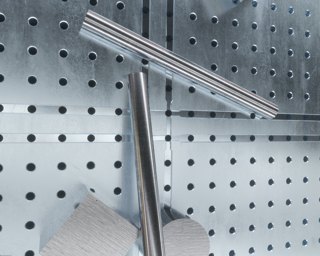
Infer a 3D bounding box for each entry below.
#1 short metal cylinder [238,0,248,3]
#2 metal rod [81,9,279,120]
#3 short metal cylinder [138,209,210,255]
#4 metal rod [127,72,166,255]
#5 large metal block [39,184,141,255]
[{"bbox_3d":[0.139,-0.218,0.434,0.080,0.080,0.050,-30,100,-17],"label":"short metal cylinder"},{"bbox_3d":[0.040,-0.079,0.427,0.302,0.025,0.025,22,83,-19],"label":"metal rod"},{"bbox_3d":[0.018,0.152,0.406,0.081,0.050,0.080,0,90,-20],"label":"short metal cylinder"},{"bbox_3d":[-0.014,0.077,0.369,0.025,0.025,0.299,-2,77,-20],"label":"metal rod"},{"bbox_3d":[-0.083,0.128,0.369,0.080,0.050,0.080,42,77,-15],"label":"large metal block"}]
